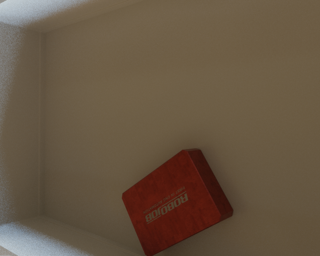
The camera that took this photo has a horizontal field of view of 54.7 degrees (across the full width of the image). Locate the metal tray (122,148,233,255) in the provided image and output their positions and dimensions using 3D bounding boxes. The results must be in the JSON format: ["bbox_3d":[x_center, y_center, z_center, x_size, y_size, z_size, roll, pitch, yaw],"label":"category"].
[{"bbox_3d":[0.015,0.095,0.389,0.129,0.030,0.090,-40,66,32],"label":"metal tray"}]
